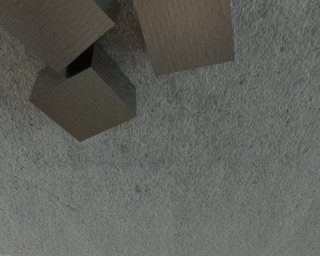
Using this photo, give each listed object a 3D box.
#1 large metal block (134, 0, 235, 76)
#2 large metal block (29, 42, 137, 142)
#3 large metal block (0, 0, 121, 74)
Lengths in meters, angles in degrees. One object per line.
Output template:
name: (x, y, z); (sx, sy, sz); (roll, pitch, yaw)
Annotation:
large metal block: (0.025, -0.105, 0.302); (0.080, 0.050, 0.080); (-10, 130, 8)
large metal block: (-0.083, -0.039, 0.350); (0.080, 0.050, 0.080); (-23, 134, 18)
large metal block: (-0.097, -0.113, 0.293); (0.080, 0.050, 0.080); (-33, 123, 24)
